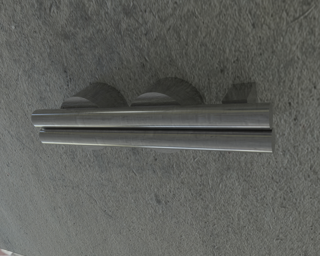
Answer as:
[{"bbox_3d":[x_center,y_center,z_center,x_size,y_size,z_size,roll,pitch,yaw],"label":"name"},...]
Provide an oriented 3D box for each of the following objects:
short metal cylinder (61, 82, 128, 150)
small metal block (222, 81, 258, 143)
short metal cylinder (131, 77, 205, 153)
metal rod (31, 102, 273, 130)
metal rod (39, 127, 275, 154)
[{"bbox_3d":[-0.089,-0.017,0.427,0.080,0.050,0.079,13,124,21],"label":"short metal cylinder"},{"bbox_3d":[0.090,-0.017,0.336,0.025,0.050,0.050,-2,117,29],"label":"small metal block"},{"bbox_3d":[0.010,-0.016,0.378,0.080,0.050,0.079,13,124,21],"label":"short metal cylinder"},{"bbox_3d":[-0.032,-0.012,0.352,0.300,0.025,0.025,0,119,28],"label":"metal rod"},{"bbox_3d":[-0.026,0.011,0.363,0.300,0.025,0.025,0,119,28],"label":"metal rod"}]
